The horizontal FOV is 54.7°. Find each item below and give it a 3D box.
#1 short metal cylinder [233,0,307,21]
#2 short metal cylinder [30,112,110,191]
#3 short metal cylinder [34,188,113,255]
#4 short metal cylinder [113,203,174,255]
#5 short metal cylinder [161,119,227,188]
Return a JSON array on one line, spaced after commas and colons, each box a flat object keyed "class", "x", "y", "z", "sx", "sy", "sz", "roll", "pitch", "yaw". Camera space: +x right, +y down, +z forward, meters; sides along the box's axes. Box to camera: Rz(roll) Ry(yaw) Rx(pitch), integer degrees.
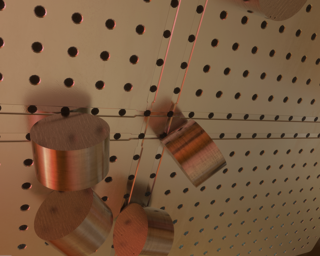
[{"class": "short metal cylinder", "x": 0.131, "y": -0.171, "z": 0.360, "sx": 0.081, "sy": 0.050, "sz": 0.079, "roll": -14, "pitch": 124, "yaw": -21}, {"class": "short metal cylinder", "x": -0.096, "y": 0.023, "z": 0.338, "sx": 0.081, "sy": 0.080, "sz": 0.050, "roll": -8, "pitch": 122, "yaw": -24}, {"class": "short metal cylinder", "x": -0.107, "y": 0.114, "z": 0.388, "sx": 0.080, "sy": 0.080, "sz": 0.050, "roll": -33, "pitch": 129, "yaw": -7}, {"class": "short metal cylinder", "x": -0.025, "y": 0.156, "z": 0.458, "sx": 0.050, "sy": 0.080, "sz": 0.080, "roll": 25, "pitch": 105, "yaw": -37}, {"class": "short metal cylinder", "x": 0.045, "y": 0.034, "z": 0.421, "sx": 0.050, "sy": 0.080, "sz": 0.080, "roll": -37, "pitch": 129, "yaw": -4}]
